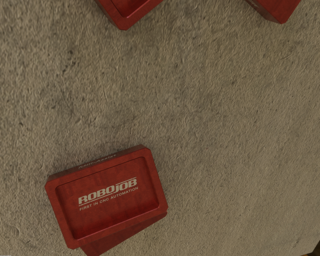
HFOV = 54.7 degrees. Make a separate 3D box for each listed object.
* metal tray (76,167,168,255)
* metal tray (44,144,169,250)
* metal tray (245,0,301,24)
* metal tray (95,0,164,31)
[{"bbox_3d":[-0.062,0.123,0.446,0.131,0.030,0.090,-28,128,-11],"label":"metal tray"},{"bbox_3d":[-0.064,0.083,0.390,0.131,0.030,0.089,-19,100,-13],"label":"metal tray"},{"bbox_3d":[0.124,-0.191,0.353,0.131,0.030,0.090,22,107,-36],"label":"metal tray"},{"bbox_3d":[-0.040,-0.167,0.277,0.090,0.030,0.130,-40,130,-1],"label":"metal tray"}]
